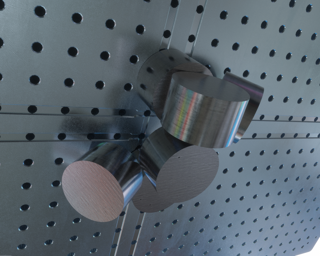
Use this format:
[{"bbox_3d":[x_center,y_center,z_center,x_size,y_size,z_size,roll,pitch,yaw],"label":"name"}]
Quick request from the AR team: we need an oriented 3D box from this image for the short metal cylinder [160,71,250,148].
[{"bbox_3d":[0.045,-0.021,0.321,0.081,0.080,0.050,0,118,-29],"label":"short metal cylinder"}]

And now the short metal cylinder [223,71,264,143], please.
[{"bbox_3d":[0.091,-0.027,0.400,0.050,0.080,0.079,26,109,5],"label":"short metal cylinder"}]

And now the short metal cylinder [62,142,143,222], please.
[{"bbox_3d":[-0.068,0.064,0.371,0.050,0.080,0.079,-46,152,-60],"label":"short metal cylinder"}]

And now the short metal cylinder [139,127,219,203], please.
[{"bbox_3d":[0.022,0.041,0.366,0.081,0.050,0.079,-14,124,-21],"label":"short metal cylinder"}]

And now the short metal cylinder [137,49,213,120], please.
[{"bbox_3d":[0.019,-0.049,0.374,0.081,0.050,0.079,-14,125,-21],"label":"short metal cylinder"}]

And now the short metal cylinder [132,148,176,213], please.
[{"bbox_3d":[-0.010,0.071,0.432,0.081,0.050,0.079,-14,125,-21],"label":"short metal cylinder"}]
